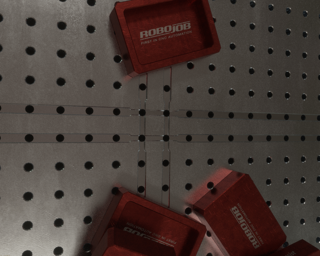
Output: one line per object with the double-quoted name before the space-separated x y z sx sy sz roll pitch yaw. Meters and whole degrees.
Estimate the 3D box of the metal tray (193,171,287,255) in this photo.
"metal tray" 0.120 0.141 0.456 0.090 0.030 0.130 -37 102 -17

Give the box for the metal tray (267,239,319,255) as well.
"metal tray" 0.178 0.229 0.457 0.131 0.030 0.089 -10 109 -28

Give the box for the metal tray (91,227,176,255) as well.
"metal tray" -0.048 0.187 0.366 0.090 0.030 0.129 26 105 -18

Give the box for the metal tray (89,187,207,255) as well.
"metal tray" -0.013 0.145 0.406 0.131 0.030 0.090 29 80 -18

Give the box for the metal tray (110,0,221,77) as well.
"metal tray" 0.010 -0.128 0.414 0.131 0.030 0.089 -19 97 -19
